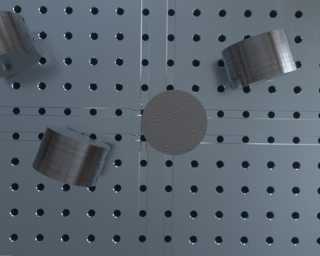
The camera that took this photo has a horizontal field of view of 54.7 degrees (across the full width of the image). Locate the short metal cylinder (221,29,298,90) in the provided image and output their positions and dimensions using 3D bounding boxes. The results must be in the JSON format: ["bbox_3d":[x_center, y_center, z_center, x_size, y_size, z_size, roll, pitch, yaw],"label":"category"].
[{"bbox_3d":[0.123,-0.083,0.387,0.080,0.080,0.050,-16,90,0],"label":"short metal cylinder"}]

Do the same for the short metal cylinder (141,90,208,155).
[{"bbox_3d":[0.018,-0.007,0.401,0.081,0.050,0.079,0,90,0],"label":"short metal cylinder"}]

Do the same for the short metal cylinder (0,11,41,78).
[{"bbox_3d":[-0.198,-0.101,0.384,0.080,0.080,0.050,-23,90,0],"label":"short metal cylinder"}]

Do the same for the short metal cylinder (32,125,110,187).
[{"bbox_3d":[-0.109,0.034,0.385,0.080,0.080,0.050,21,90,0],"label":"short metal cylinder"}]
